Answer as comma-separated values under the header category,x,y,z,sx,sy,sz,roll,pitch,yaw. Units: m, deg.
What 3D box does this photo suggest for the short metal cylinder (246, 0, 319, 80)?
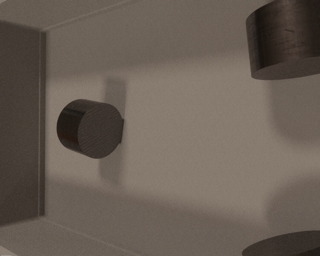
category,x,y,z,sx,sy,sz,roll,pitch,yaw
short metal cylinder,0.119,-0.076,0.272,0.080,0.081,0.050,-8,85,39

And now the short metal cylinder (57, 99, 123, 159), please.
category,x,y,z,sx,sy,sz,roll,pitch,yaw
short metal cylinder,-0.101,0.000,0.452,0.050,0.081,0.079,13,98,39

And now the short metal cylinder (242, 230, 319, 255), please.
category,x,y,z,sx,sy,sz,roll,pitch,yaw
short metal cylinder,0.119,0.127,0.272,0.080,0.081,0.050,-25,75,37
